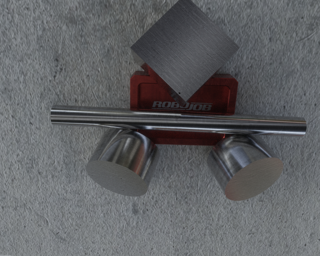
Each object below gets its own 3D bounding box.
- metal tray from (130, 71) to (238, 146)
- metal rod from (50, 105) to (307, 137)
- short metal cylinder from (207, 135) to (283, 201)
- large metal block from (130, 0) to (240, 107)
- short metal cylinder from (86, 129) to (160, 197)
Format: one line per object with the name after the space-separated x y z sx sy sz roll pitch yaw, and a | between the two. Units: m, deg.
0.028 -0.025 0.400 0.131 0.030 0.089 2 110 -1 | metal tray
0.023 -0.008 0.376 0.302 0.025 0.025 3 110 -2 | metal rod
0.108 0.049 0.399 0.081 0.050 0.079 -14 135 -14 | short metal cylinder
0.026 -0.082 0.345 0.080 0.050 0.080 45 87 2 | large metal block
-0.046 0.045 0.394 0.080 0.050 0.080 13 143 11 | short metal cylinder
